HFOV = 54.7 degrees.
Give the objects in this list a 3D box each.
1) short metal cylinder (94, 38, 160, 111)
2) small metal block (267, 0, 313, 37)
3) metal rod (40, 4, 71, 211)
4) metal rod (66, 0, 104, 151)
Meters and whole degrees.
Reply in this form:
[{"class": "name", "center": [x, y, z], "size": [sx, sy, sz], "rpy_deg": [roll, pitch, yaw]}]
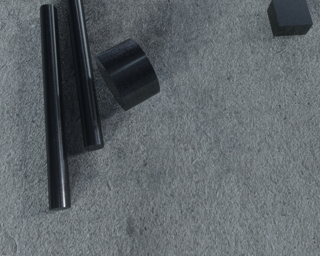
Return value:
[{"class": "short metal cylinder", "center": [-0.043, -0.069, 0.404], "size": [0.050, 0.080, 0.080], "rpy_deg": [-31, 73, -11]}, {"class": "small metal block", "center": [0.197, -0.169, 0.471], "size": [0.050, 0.025, 0.050], "rpy_deg": [-4, 70, -2]}, {"class": "metal rod", "center": [-0.145, -0.042, 0.422], "size": [0.025, 0.025, 0.299], "rpy_deg": [-9, 70, -3]}, {"class": "metal rod", "center": [-0.114, -0.112, 0.448], "size": [0.025, 0.025, 0.299], "rpy_deg": [-11, 70, -4]}]
